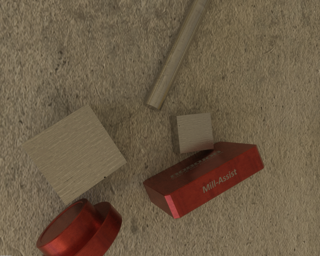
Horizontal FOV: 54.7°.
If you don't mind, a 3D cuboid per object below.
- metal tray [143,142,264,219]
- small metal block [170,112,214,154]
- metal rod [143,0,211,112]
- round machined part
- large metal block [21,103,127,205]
[{"bbox_3d":[0.053,0.059,0.394,0.131,0.090,0.030,-25,99,-18],"label":"metal tray"},{"bbox_3d":[0.043,0.006,0.425,0.050,0.025,0.050,-7,93,-20],"label":"small metal block"},{"bbox_3d":[0.050,-0.161,0.427,0.025,0.025,0.299,27,81,-18],"label":"metal rod"},{"bbox_3d":[-0.093,0.115,0.337,0.098,0.098,0.042,-42,103,-15],"label":"round machined part"},{"bbox_3d":[-0.099,0.028,0.360,0.080,0.050,0.080,-35,102,-17],"label":"large metal block"}]
